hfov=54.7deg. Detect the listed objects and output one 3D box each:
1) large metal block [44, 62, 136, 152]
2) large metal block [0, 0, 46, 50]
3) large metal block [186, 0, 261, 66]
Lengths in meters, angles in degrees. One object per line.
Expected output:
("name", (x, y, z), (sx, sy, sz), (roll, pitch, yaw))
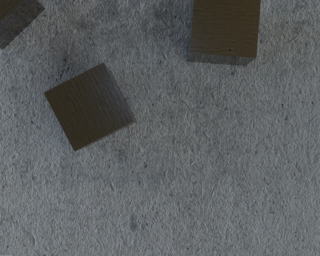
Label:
("large metal block", (-0.085, -0.025, 0.397), (0.080, 0.050, 0.080), (-27, 90, 0))
("large metal block", (-0.213, -0.162, 0.396), (0.080, 0.050, 0.080), (-45, 90, 0))
("large metal block", (0.079, -0.127, 0.398), (0.080, 0.050, 0.080), (4, 90, 0))
